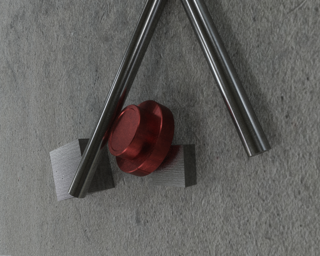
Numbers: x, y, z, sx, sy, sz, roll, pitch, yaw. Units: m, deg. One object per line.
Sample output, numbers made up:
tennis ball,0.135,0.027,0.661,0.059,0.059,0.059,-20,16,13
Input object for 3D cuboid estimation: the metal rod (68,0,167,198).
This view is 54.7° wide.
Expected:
metal rod,-0.056,-0.045,0.415,0.025,0.025,0.298,27,97,36

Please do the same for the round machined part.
round machined part,-0.030,0.009,0.392,0.098,0.042,0.098,-32,45,40

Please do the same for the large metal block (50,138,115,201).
large metal block,-0.124,0.065,0.488,0.080,0.050,0.080,-22,77,37

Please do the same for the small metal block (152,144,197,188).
small metal block,0.017,0.046,0.389,0.050,0.025,0.050,-4,88,39

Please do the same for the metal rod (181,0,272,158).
metal rod,0.054,-0.110,0.358,0.025,0.025,0.299,-31,71,35
